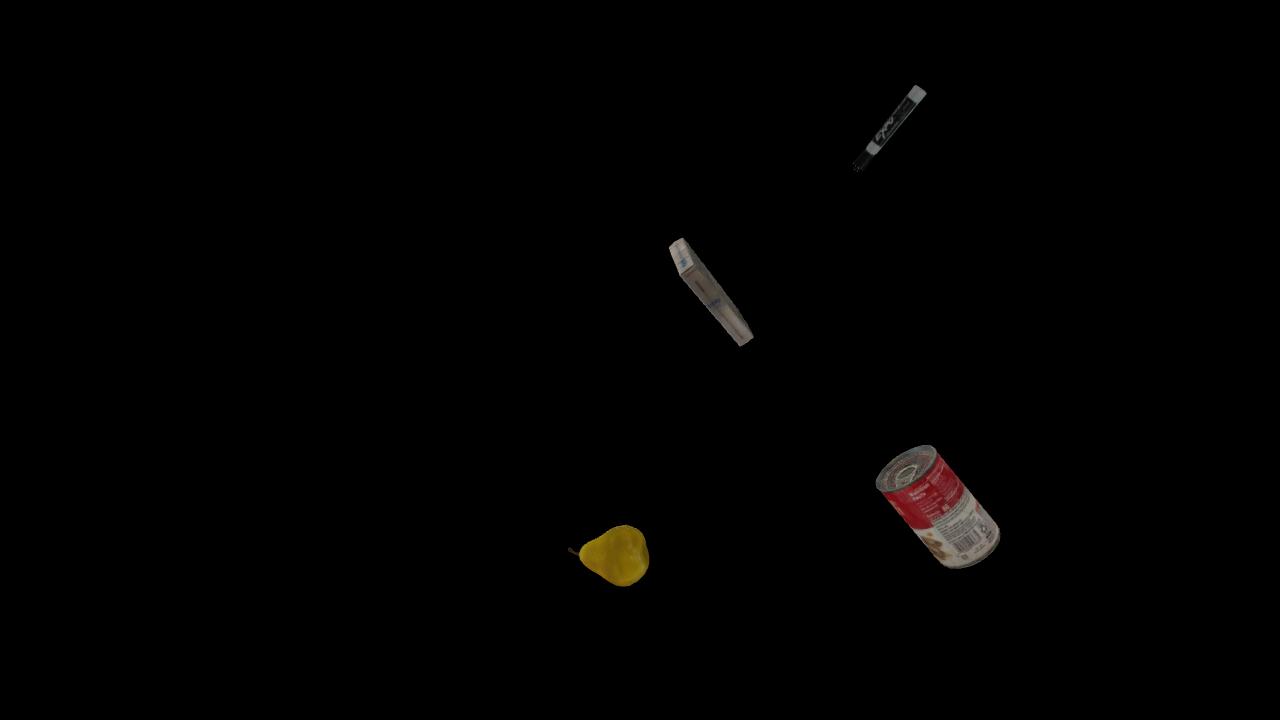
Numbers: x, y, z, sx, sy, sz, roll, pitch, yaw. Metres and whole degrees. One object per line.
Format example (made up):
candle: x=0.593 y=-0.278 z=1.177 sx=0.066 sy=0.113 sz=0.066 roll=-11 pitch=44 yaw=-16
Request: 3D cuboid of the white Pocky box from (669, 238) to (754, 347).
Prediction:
white Pocky box: x=0.099 y=-0.092 z=0.849 sx=0.028 sy=0.154 sz=0.084 roll=-35 pitch=35 yaw=15

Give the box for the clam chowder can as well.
clam chowder can: x=0.292 y=0.144 z=0.604 sx=0.068 sy=0.102 sz=0.068 roll=-40 pitch=1 yaw=1

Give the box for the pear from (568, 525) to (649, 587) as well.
pear: x=-0.045 y=0.273 z=0.847 sx=0.111 sy=0.080 sz=0.080 roll=-14 pitch=-3 yaw=11

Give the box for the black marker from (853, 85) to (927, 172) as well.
black marker: x=0.323 y=-0.299 z=0.803 sx=0.020 sy=0.020 sz=0.121 roll=0 pitch=-41 yaw=-39
